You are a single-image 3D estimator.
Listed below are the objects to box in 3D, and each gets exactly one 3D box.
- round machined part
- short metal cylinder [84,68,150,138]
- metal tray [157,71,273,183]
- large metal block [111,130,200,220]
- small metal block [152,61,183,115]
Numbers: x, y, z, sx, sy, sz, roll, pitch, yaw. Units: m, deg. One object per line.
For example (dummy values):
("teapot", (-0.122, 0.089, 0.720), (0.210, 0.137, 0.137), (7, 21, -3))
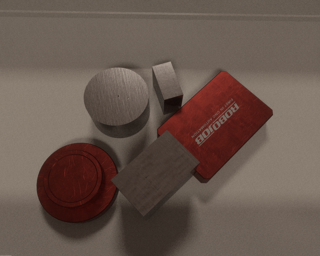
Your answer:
("round machined part", (-0.100, 0.064, 0.376), (0.099, 0.042, 0.098), (0, 70, -1))
("short metal cylinder", (-0.054, -0.032, 0.407), (0.081, 0.050, 0.080), (0, 70, 0))
("metal tray", (0.071, -0.003, 0.409), (0.130, 0.030, 0.090), (-42, 76, -14))
("large metal block", (-0.004, 0.058, 0.359), (0.080, 0.080, 0.050), (-42, 76, -14))
("small metal block", (0.009, -0.052, 0.416), (0.025, 0.050, 0.050), (-17, 71, -6))
